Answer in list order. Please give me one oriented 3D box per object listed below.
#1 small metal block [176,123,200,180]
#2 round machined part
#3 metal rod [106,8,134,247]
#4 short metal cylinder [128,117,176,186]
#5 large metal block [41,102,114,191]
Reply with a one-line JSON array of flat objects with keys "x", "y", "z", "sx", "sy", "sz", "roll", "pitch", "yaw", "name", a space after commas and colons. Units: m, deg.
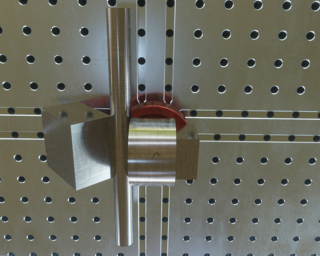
[{"x": 0.030, "y": 0.027, "z": 0.365, "sx": 0.025, "sy": 0.050, "sz": 0.050, "roll": 1, "pitch": 110, "yaw": -1, "name": "small metal block"}, {"x": -0.008, "y": 0.011, "z": 0.407, "sx": 0.099, "sy": 0.042, "sz": 0.097, "roll": 0, "pitch": 110, "yaw": -1, "name": "round machined part"}, {"x": -0.046, "y": 0.015, "z": 0.374, "sx": 0.025, "sy": 0.025, "sz": 0.298, "roll": 1, "pitch": 110, "yaw": -1, "name": "metal rod"}, {"x": -0.009, "y": 0.027, "z": 0.362, "sx": 0.050, "sy": 0.080, "sz": 0.079, "roll": 1, "pitch": 110, "yaw": -1, "name": "short metal cylinder"}, {"x": -0.102, "y": 0.018, "z": 0.383, "sx": 0.050, "sy": 0.080, "sz": 0.079, "roll": -16, "pitch": 116, "yaw": -39, "name": "large metal block"}]
